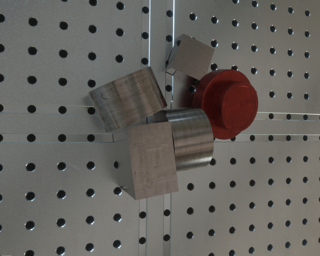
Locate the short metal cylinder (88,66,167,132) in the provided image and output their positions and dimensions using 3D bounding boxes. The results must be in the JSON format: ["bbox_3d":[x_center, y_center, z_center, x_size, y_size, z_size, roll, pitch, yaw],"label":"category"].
[{"bbox_3d":[-0.038,-0.034,0.369,0.081,0.080,0.050,-26,99,-18],"label":"short metal cylinder"}]

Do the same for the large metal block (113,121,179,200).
[{"bbox_3d":[-0.021,0.035,0.376,0.050,0.080,0.079,-8,93,-20],"label":"large metal block"}]

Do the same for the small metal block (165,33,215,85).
[{"bbox_3d":[0.041,-0.094,0.428,0.050,0.025,0.050,21,83,-19],"label":"small metal block"}]

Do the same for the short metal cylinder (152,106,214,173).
[{"bbox_3d":[0.026,0.014,0.393,0.050,0.080,0.079,-7,93,-20],"label":"short metal cylinder"}]

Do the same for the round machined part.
[{"bbox_3d":[0.096,-0.031,0.426,0.099,0.042,0.097,-8,104,-31],"label":"round machined part"}]
